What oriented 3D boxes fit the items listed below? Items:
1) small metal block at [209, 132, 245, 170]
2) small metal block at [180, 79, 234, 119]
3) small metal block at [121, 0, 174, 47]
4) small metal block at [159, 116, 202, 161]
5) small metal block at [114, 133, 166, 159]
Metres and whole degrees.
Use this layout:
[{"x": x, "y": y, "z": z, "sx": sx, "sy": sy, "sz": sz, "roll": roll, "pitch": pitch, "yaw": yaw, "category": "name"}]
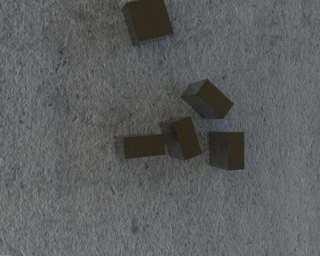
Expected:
[{"x": 0.091, "y": 0.030, "z": 0.429, "sx": 0.025, "sy": 0.050, "sz": 0.050, "roll": -1, "pitch": 91, "yaw": -20, "category": "small metal block"}, {"x": 0.062, "y": -0.037, "z": 0.418, "sx": 0.050, "sy": 0.050, "sz": 0.025, "roll": 40, "pitch": 78, "yaw": -16, "category": "small metal block"}, {"x": -0.016, "y": -0.138, "z": 0.403, "sx": 0.050, "sy": 0.025, "sz": 0.050, "roll": -20, "pitch": 97, "yaw": -19, "category": "small metal block"}, {"x": 0.026, "y": 0.013, "z": 0.405, "sx": 0.025, "sy": 0.050, "sz": 0.050, "roll": -20, "pitch": 97, "yaw": -19, "category": "small metal block"}, {"x": -0.026, "y": 0.021, "z": 0.386, "sx": 0.050, "sy": 0.050, "sz": 0.025, "roll": -5, "pitch": 92, "yaw": -20, "category": "small metal block"}]
